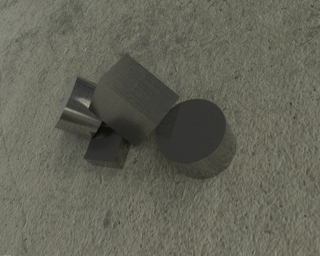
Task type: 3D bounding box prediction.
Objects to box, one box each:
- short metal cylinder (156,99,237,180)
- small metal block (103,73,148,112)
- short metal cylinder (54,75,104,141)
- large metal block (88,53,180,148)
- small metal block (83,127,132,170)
[{"bbox_3d":[0.043,0.013,0.358,0.080,0.050,0.080,-13,56,20],"label":"short metal cylinder"},{"bbox_3d":[-0.050,-0.052,0.462,0.050,0.025,0.050,-1,61,27],"label":"small metal block"},{"bbox_3d":[-0.110,-0.028,0.439,0.080,0.050,0.080,-49,27,37],"label":"short metal cylinder"},{"bbox_3d":[-0.035,-0.030,0.382,0.080,0.080,0.050,39,60,-3],"label":"large metal block"},{"bbox_3d":[-0.069,0.026,0.423,0.050,0.025,0.050,3,63,29],"label":"small metal block"}]
